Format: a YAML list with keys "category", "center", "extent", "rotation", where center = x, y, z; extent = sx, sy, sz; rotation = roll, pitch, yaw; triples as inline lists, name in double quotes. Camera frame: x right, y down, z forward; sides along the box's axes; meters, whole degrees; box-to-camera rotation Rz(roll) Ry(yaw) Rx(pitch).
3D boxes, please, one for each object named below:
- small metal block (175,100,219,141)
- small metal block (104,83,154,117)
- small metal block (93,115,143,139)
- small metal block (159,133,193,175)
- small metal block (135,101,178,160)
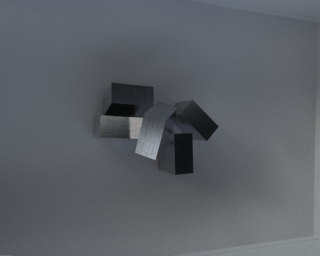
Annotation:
- category: "small metal block"
  center: [0.042, -0.010, 0.412]
  extent: [0.050, 0.050, 0.025]
  rotation: [44, 77, -15]
- category: "small metal block"
  center: [-0.040, -0.032, 0.380]
  extent: [0.050, 0.050, 0.025]
  rotation: [3, 74, -20]
- category: "small metal block"
  center: [-0.052, -0.001, 0.378]
  extent: [0.050, 0.050, 0.025]
  rotation: [3, 89, -20]
- category: "small metal block"
  center: [0.019, 0.032, 0.403]
  extent: [0.025, 0.050, 0.050]
  rotation: [-2, 91, -24]
- category: "small metal block"
  center: [-0.003, 0.002, 0.361]
  extent: [0.025, 0.050, 0.050]
  rotation: [20, 114, 11]
